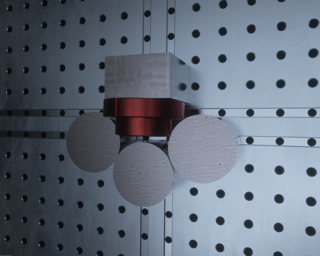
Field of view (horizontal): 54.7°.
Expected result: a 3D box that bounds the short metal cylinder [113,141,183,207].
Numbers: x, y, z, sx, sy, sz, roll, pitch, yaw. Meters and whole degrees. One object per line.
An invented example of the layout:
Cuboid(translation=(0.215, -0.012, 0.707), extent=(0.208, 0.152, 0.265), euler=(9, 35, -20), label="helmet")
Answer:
Cuboid(translation=(-0.014, 0.057, 0.404), extent=(0.080, 0.050, 0.079), euler=(0, 90, 20), label="short metal cylinder")

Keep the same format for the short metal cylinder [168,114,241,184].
Cuboid(translation=(0.056, 0.024, 0.380), extent=(0.080, 0.050, 0.079), euler=(0, 90, 20), label="short metal cylinder")

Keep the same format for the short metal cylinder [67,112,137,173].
Cuboid(translation=(-0.080, 0.018, 0.428), extent=(0.080, 0.050, 0.079), euler=(0, 90, 20), label="short metal cylinder")

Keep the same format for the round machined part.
Cuboid(translation=(-0.020, -0.011, 0.379), extent=(0.098, 0.098, 0.042), euler=(2, 90, 20), label="round machined part")

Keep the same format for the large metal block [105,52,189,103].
Cuboid(translation=(-0.013, -0.058, 0.387), extent=(0.080, 0.080, 0.050), euler=(1, 91, 20), label="large metal block")
